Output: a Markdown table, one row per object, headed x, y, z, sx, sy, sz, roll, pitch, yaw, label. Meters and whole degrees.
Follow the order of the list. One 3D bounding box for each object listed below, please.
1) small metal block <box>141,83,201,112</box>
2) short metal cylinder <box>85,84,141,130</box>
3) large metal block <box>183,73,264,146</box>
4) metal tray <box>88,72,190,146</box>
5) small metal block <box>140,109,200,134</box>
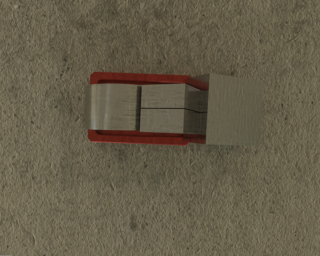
| x | y | z | sx | sy | sz | roll | pitch | yaw | label |
| --- | --- | --- | --- | --- | --- | --- | --- | --- | --- |
| 0.013 | -0.033 | 0.346 | 0.050 | 0.050 | 0.025 | 2 | 89 | 26 | small metal block |
| -0.048 | -0.023 | 0.370 | 0.081 | 0.080 | 0.050 | 1 | 90 | 0 | short metal cylinder |
| 0.078 | -0.020 | 0.385 | 0.081 | 0.050 | 0.080 | 3 | 90 | -26 | large metal block |
| -0.025 | -0.025 | 0.408 | 0.131 | 0.030 | 0.089 | 2 | 90 | 0 | metal tray |
| 0.012 | -0.007 | 0.346 | 0.050 | 0.050 | 0.025 | 2 | 89 | 26 | small metal block |
